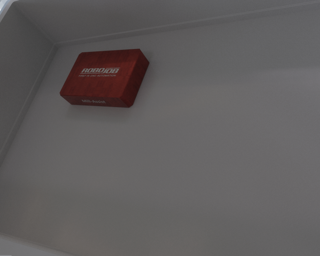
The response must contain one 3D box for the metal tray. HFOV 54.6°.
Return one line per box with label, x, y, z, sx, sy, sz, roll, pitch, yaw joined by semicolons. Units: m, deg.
metal tray;-0.091;-0.081;0.501;0.130;0.030;0.090;5;64;30
